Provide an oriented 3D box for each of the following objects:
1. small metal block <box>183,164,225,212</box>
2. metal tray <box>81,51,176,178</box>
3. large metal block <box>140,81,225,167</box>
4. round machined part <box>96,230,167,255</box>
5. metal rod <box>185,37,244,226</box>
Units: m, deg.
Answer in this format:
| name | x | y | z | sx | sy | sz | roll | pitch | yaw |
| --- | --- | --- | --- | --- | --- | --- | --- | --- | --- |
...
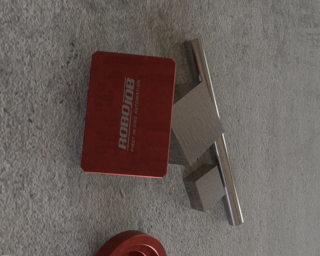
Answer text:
| name | x | y | z | sx | sy | sz | roll | pitch | yaw |
| --- | --- | --- | --- | --- | --- | --- | --- | --- | --- |
| small metal block | 0.066 | 0.088 | 0.460 | 0.050 | 0.025 | 0.050 | -29 | 108 | -36 |
| metal tray | -0.033 | -0.014 | 0.342 | 0.091 | 0.030 | 0.129 | 5 | 86 | -3 |
| large metal block | 0.031 | -0.007 | 0.415 | 0.080 | 0.050 | 0.080 | -41 | 115 | -32 |
| round machined part | -0.041 | 0.168 | 0.360 | 0.099 | 0.042 | 0.097 | 0 | 90 | -40 |
| metal rod | 0.086 | 0.013 | 0.476 | 0.025 | 0.025 | 0.298 | -25 | 106 | -37 |
